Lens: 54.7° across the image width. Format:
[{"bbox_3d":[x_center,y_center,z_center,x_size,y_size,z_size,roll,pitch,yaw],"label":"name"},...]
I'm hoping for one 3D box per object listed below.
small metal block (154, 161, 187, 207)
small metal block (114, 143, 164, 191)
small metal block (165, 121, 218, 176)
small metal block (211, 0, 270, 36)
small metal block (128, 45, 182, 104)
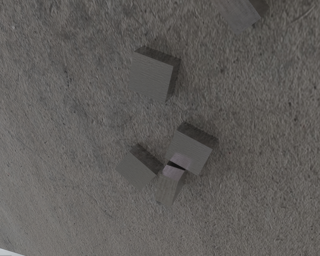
[{"bbox_3d":[0.018,0.070,0.425,0.025,0.050,0.050,22,127,15],"label":"small metal block"},{"bbox_3d":[-0.032,0.058,0.460,0.050,0.025,0.050,41,129,0],"label":"small metal block"},{"bbox_3d":[0.040,0.027,0.402,0.050,0.025,0.050,28,128,10],"label":"small metal block"},{"bbox_3d":[0.071,-0.117,0.281,0.025,0.050,0.050,-33,100,38],"label":"small metal block"},{"bbox_3d":[-0.007,-0.064,0.371,0.050,0.025,0.050,23,127,14],"label":"small metal block"}]
